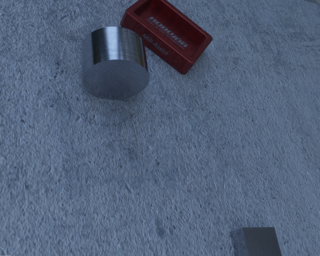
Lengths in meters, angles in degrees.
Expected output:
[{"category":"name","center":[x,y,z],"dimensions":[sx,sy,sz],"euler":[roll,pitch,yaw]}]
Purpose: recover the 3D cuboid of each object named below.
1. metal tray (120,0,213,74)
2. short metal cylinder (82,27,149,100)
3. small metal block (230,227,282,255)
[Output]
[{"category":"metal tray","center":[0.013,-0.157,0.502],"dimensions":[0.130,0.030,0.090],"euler":[38,51,-3]},{"category":"short metal cylinder","center":[-0.056,-0.078,0.386],"dimensions":[0.081,0.080,0.050],"euler":[6,59,-26]},{"category":"small metal block","center":[0.118,0.149,0.376],"dimensions":[0.050,0.025,0.050],"euler":[8,58,-24]}]
